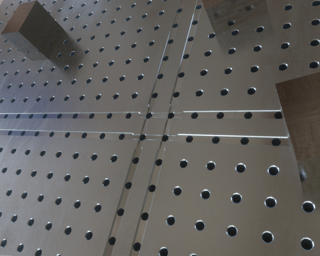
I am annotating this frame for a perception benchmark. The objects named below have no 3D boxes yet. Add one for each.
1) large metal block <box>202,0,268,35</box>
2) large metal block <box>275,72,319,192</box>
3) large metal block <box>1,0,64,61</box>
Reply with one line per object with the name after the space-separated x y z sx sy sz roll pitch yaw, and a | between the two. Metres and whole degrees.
0.103 -0.197 0.458 0.080 0.050 0.080 -21 54 15 | large metal block
0.148 0.005 0.292 0.050 0.080 0.080 -15 56 20 | large metal block
-0.252 -0.192 0.620 0.050 0.080 0.080 3 63 29 | large metal block
